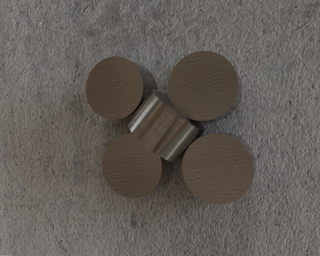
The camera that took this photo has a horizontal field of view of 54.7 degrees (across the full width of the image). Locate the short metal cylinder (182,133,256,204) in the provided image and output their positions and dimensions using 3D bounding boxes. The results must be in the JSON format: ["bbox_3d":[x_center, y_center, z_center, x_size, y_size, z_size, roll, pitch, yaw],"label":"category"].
[{"bbox_3d":[0.072,0.046,0.370,0.080,0.050,0.079,0,90,19],"label":"short metal cylinder"}]

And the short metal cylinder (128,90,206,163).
[{"bbox_3d":[0.008,-0.003,0.378,0.080,0.080,0.050,41,103,15],"label":"short metal cylinder"}]

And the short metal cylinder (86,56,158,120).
[{"bbox_3d":[-0.050,-0.050,0.412,0.080,0.050,0.079,0,90,19],"label":"short metal cylinder"}]

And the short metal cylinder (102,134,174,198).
[{"bbox_3d":[-0.027,0.047,0.404,0.080,0.050,0.079,0,90,19],"label":"short metal cylinder"}]

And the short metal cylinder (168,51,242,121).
[{"bbox_3d":[0.056,-0.048,0.375,0.080,0.050,0.079,0,90,19],"label":"short metal cylinder"}]
